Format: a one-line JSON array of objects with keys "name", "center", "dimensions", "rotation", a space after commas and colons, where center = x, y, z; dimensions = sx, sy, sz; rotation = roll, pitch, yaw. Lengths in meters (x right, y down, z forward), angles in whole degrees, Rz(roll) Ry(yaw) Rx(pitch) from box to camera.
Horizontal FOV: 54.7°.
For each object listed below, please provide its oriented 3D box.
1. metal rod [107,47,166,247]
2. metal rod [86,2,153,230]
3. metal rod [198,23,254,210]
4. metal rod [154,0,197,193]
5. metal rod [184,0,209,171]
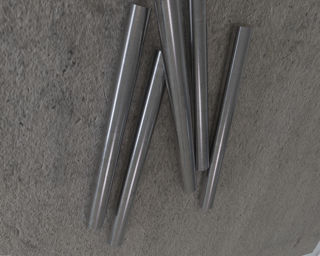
[{"name": "metal rod", "center": [-0.032, 0.042, 0.415], "dimensions": [0.025, 0.025, 0.298], "rotation": [1, 118, -29]}, {"name": "metal rod", "center": [-0.056, 0.005, 0.378], "dimensions": [0.025, 0.025, 0.298], "rotation": [1, 118, -29]}, {"name": "metal rod", "center": [0.091, 0.002, 0.457], "dimensions": [0.025, 0.025, 0.298], "rotation": [-9, 122, -24]}, {"name": "metal rod", "center": [0.026, -0.015, 0.388], "dimensions": [0.025, 0.025, 0.298], "rotation": [-24, 134, -14]}, {"name": "metal rod", "center": [0.048, -0.065, 0.392], "dimensions": [0.025, 0.025, 0.298], "rotation": [-19, 126, -17]}]
